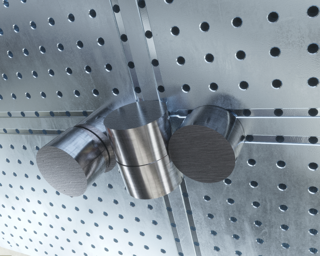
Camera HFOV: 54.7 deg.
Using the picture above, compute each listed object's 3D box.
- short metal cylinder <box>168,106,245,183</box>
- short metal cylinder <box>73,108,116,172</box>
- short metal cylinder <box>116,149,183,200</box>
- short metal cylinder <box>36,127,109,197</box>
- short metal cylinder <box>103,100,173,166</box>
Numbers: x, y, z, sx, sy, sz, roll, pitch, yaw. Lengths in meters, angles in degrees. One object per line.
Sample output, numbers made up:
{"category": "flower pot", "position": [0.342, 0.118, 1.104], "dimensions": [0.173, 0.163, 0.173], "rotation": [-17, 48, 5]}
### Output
{"category": "short metal cylinder", "position": [0.057, 0.019, 0.376], "dimensions": [0.080, 0.050, 0.079], "rotation": [13, 124, 20]}
{"category": "short metal cylinder", "position": [-0.085, 0.018, 0.451], "dimensions": [0.080, 0.050, 0.079], "rotation": [13, 124, 20]}
{"category": "short metal cylinder", "position": [-0.013, 0.049, 0.413], "dimensions": [0.080, 0.080, 0.050], "rotation": [-1, 118, 29]}
{"category": "short metal cylinder", "position": [-0.117, 0.045, 0.418], "dimensions": [0.080, 0.050, 0.079], "rotation": [13, 124, 21]}
{"category": "short metal cylinder", "position": [-0.025, 0.004, 0.392], "dimensions": [0.080, 0.080, 0.050], "rotation": [1, 120, 28]}
